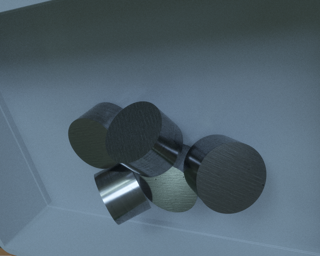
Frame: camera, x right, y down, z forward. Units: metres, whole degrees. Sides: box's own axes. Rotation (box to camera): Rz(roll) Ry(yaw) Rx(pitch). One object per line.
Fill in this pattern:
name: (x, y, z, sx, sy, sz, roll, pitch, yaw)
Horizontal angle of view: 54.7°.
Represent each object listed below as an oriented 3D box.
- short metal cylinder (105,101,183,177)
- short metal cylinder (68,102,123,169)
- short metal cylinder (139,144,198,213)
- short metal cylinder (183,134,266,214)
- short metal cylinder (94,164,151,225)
short metal cylinder: (-0.019, 0.014, 0.379, 0.080, 0.080, 0.050, -8, 150, 31)
short metal cylinder: (-0.080, 0.010, 0.436, 0.080, 0.050, 0.079, 13, 124, 20)
short metal cylinder: (0.020, 0.067, 0.420, 0.080, 0.050, 0.079, 13, 124, 20)
short metal cylinder: (0.073, 0.051, 0.356, 0.081, 0.050, 0.079, -2, 98, -11)
short metal cylinder: (-0.053, 0.090, 0.445, 0.050, 0.080, 0.080, -27, 109, -7)
